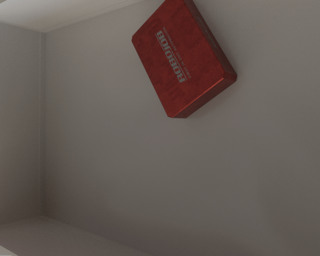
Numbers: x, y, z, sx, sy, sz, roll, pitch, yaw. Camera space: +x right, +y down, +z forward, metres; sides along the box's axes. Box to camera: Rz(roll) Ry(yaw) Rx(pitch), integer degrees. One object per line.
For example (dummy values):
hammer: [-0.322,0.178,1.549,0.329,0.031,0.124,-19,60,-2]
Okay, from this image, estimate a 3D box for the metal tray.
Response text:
metal tray: [0.024,-0.088,0.382,0.090,0.030,0.130,-38,67,33]
